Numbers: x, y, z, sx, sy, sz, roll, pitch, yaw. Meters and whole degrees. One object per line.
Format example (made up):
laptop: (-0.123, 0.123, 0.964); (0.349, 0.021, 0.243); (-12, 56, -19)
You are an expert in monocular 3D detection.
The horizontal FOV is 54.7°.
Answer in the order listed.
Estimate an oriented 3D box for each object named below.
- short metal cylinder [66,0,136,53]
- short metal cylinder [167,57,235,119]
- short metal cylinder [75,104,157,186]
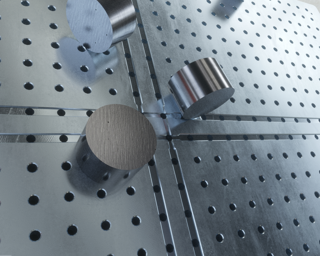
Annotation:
short metal cylinder: (-0.080, -0.150, 0.423); (0.080, 0.080, 0.050); (43, 51, 1)
short metal cylinder: (0.058, -0.055, 0.439); (0.081, 0.080, 0.050); (-14, 69, -34)
short metal cylinder: (-0.051, 0.019, 0.354); (0.081, 0.050, 0.080); (14, 56, -21)
